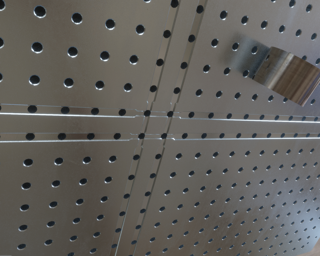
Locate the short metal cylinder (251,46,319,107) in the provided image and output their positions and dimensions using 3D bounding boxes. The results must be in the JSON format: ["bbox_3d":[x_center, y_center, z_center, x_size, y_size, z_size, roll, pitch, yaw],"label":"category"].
[{"bbox_3d":[0.175,-0.071,0.427,0.081,0.080,0.050,17,109,-35],"label":"short metal cylinder"}]
